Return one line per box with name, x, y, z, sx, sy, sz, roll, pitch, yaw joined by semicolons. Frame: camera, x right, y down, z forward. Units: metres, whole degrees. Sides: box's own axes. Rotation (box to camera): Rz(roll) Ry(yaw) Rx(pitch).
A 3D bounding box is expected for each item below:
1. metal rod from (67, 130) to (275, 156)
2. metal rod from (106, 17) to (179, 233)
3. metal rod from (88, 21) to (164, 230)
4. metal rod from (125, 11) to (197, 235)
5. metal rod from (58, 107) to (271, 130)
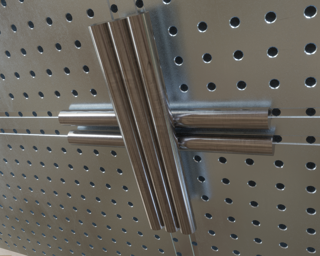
metal rod;-0.004;0.017;0.423;0.301;0.025;0.025;1;119;27
metal rod;-0.013;0.015;0.394;0.025;0.025;0.298;0;119;27
metal rod;-0.035;0.015;0.406;0.025;0.025;0.298;0;119;27
metal rod;0.009;0.014;0.382;0.025;0.025;0.298;0;119;27
metal rod;-0.013;-0.013;0.409;0.301;0.025;0.025;1;119;27
